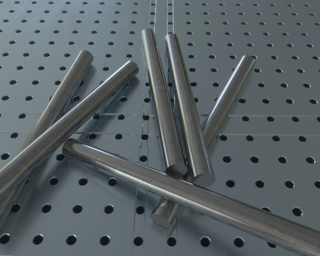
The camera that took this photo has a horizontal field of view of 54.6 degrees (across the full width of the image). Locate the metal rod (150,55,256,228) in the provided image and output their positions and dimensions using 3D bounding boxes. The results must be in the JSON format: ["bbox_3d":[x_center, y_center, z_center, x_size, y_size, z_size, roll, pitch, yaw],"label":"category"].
[{"bbox_3d":[0.070,-0.004,0.411,0.025,0.025,0.301,22,53,17],"label":"metal rod"}]

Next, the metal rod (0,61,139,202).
[{"bbox_3d":[-0.116,-0.004,0.391,0.025,0.025,0.301,23,48,18],"label":"metal rod"}]

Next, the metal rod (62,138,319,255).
[{"bbox_3d":[0.015,0.063,0.319,0.300,0.025,0.025,17,51,27],"label":"metal rod"}]

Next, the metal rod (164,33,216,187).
[{"bbox_3d":[0.032,-0.049,0.428,0.025,0.025,0.300,-4,44,-3],"label":"metal rod"}]

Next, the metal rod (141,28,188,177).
[{"bbox_3d":[-0.002,-0.059,0.441,0.025,0.025,0.300,-6,45,-5],"label":"metal rod"}]

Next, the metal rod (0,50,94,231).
[{"bbox_3d":[-0.150,-0.004,0.410,0.025,0.025,0.300,9,50,7],"label":"metal rod"}]
